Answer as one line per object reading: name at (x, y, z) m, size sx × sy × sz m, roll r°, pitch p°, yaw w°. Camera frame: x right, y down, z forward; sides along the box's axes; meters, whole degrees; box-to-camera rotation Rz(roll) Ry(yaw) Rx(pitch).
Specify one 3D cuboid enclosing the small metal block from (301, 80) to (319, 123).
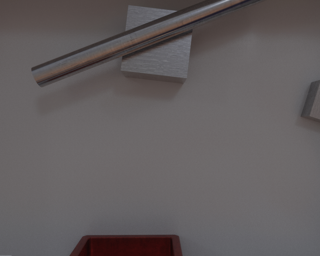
small metal block at (0.225, -0.032, 0.414) m, size 0.050 × 0.025 × 0.050 m, roll 18°, pitch 90°, yaw -1°

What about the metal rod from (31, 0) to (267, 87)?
metal rod at (-0.002, -0.114, 0.361) m, size 0.301 × 0.025 × 0.025 m, roll -21°, pitch 90°, yaw -1°

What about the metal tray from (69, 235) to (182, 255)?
metal tray at (-0.039, 0.161, 0.378) m, size 0.131 × 0.090 × 0.030 m, roll 0°, pitch 90°, yaw -1°

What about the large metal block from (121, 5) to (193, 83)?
large metal block at (-0.003, -0.104, 0.399) m, size 0.081 × 0.050 × 0.079 m, roll 7°, pitch 90°, yaw -1°
